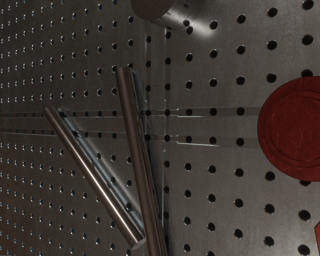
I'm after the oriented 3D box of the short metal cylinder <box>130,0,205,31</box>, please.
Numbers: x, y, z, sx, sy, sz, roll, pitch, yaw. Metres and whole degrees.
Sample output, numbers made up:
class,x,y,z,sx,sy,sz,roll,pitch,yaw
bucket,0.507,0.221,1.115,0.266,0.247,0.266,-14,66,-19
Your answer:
class,x,y,z,sx,sy,sz,roll,pitch,yaw
short metal cylinder,0.009,-0.167,0.384,0.080,0.050,0.079,0,90,39

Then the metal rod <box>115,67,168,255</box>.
class,x,y,z,sx,sy,sz,roll,pitch,yaw
metal rod,-0.024,0.060,0.426,0.025,0.025,0.298,-19,78,38

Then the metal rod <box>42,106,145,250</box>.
class,x,y,z,sx,sy,sz,roll,pitch,yaw
metal rod,-0.117,0.065,0.503,0.300,0.025,0.025,47,118,29

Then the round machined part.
class,x,y,z,sx,sy,sz,roll,pitch,yaw
round machined part,0.136,0.001,0.285,0.098,0.042,0.097,0,90,39

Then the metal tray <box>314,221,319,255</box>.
class,x,y,z,sx,sy,sz,roll,pitch,yaw
metal tray,0.201,0.116,0.240,0.130,0.030,0.089,-13,82,39
